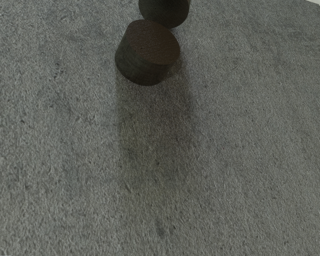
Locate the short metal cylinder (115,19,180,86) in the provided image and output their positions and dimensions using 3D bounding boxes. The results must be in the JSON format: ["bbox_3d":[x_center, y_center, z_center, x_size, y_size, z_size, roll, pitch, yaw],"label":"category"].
[{"bbox_3d":[-0.019,-0.107,0.443,0.081,0.050,0.080,14,56,-21],"label":"short metal cylinder"}]

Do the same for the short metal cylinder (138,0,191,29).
[{"bbox_3d":[0.010,-0.210,0.501,0.080,0.080,0.050,22,54,-15],"label":"short metal cylinder"}]
